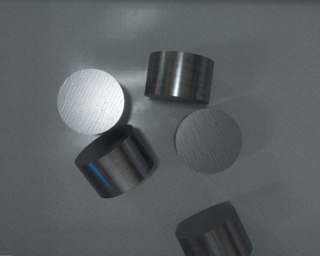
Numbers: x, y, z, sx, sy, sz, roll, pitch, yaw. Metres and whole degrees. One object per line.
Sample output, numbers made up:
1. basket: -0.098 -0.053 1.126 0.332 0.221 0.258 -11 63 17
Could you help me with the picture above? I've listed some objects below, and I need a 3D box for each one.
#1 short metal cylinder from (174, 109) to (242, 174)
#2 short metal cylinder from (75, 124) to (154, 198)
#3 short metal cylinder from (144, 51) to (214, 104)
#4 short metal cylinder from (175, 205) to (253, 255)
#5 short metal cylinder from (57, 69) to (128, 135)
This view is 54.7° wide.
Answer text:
1. short metal cylinder: 0.059 0.016 0.400 0.081 0.050 0.079 0 90 -1
2. short metal cylinder: -0.055 0.039 0.377 0.080 0.080 0.050 -31 109 0
3. short metal cylinder: 0.024 -0.060 0.384 0.081 0.080 0.050 8 90 -1
4. short metal cylinder: 0.066 0.138 0.385 0.080 0.080 0.050 -25 90 0
5. short metal cylinder: -0.084 -0.032 0.398 0.081 0.050 0.079 0 90 -1
